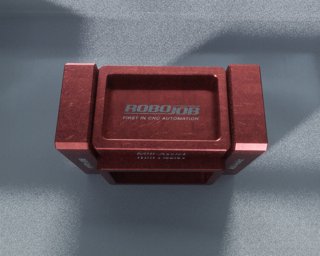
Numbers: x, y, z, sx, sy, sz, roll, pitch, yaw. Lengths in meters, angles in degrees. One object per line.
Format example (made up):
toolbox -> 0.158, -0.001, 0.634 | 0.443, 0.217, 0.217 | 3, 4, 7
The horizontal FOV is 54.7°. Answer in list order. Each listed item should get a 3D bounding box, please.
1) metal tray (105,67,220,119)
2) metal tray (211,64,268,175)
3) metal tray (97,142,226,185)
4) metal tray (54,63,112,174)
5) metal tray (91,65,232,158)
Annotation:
metal tray -> 0.002, -0.041, 0.387 | 0.131, 0.090, 0.030 | 0, 71, 0
metal tray -> 0.083, -0.002, 0.353 | 0.030, 0.130, 0.090 | 1, 71, 0
metal tray -> 0.001, 0.043, 0.356 | 0.131, 0.090, 0.030 | 0, 70, 0
metal tray -> -0.080, -0.003, 0.353 | 0.030, 0.130, 0.090 | 1, 71, 0
metal tray -> 0.002, -0.017, 0.315 | 0.131, 0.030, 0.090 | 1, 70, 0
